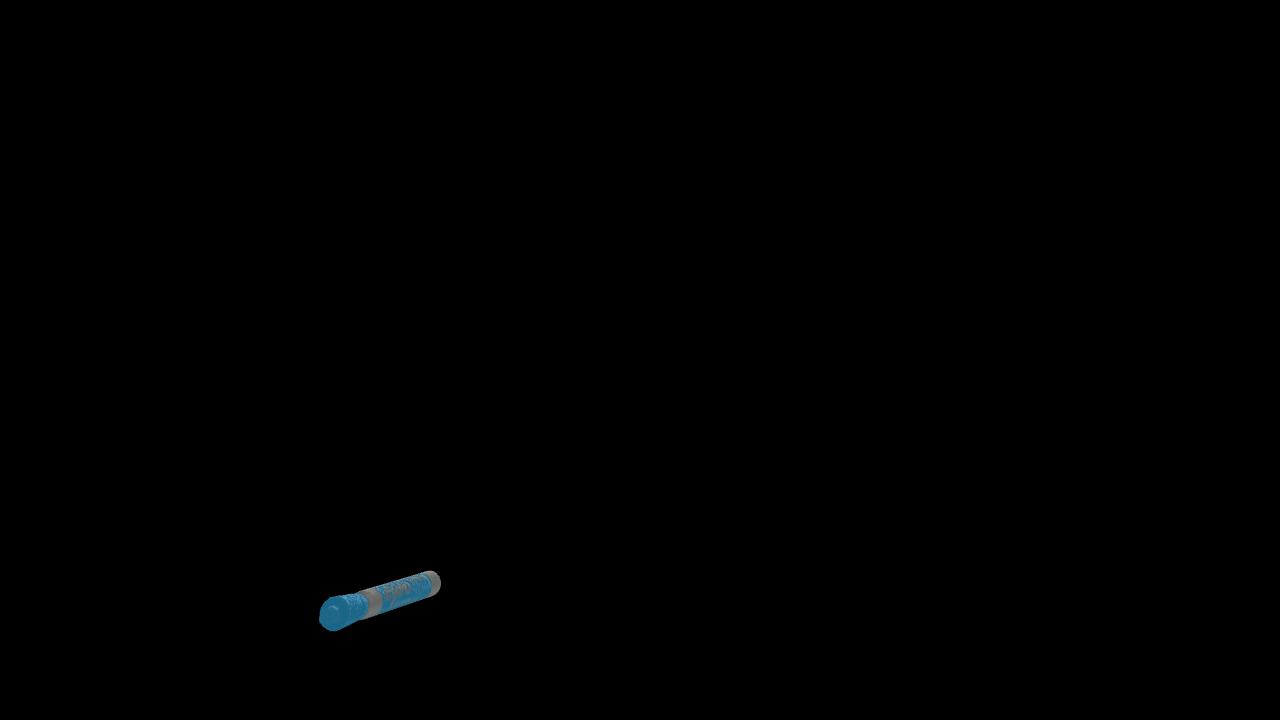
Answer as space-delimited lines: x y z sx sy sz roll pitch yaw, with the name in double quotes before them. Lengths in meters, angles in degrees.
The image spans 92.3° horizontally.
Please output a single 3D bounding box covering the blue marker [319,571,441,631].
"blue marker" -0.166 0.155 0.401 0.020 0.020 0.121 0 -12 8
